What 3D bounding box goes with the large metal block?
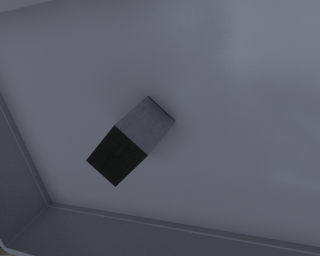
[{"bbox_3d":[-0.037,0.017,0.397,0.050,0.080,0.080,43,129,-2],"label":"large metal block"}]
